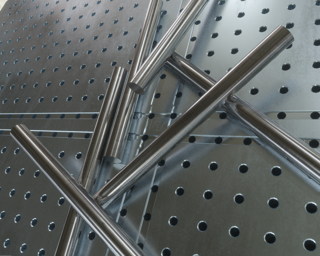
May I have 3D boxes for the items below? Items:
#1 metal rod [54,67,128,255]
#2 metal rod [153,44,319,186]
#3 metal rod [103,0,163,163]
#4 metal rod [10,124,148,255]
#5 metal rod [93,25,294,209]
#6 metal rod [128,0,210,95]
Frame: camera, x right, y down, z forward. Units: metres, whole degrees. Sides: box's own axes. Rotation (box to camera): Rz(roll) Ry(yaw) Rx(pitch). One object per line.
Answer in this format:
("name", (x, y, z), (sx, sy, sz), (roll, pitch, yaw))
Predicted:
("metal rod", (-0.091, 0.041, 0.432), (0.025, 0.025, 0.300), (-3, 60, 27))
("metal rod", (0.080, -0.038, 0.390), (0.025, 0.025, 0.300), (-43, 51, -1))
("metal rod", (-0.035, -0.089, 0.482), (0.025, 0.025, 0.300), (-2, 61, 27))
("metal rod", (-0.101, 0.084, 0.380), (0.300, 0.025, 0.025), (37, 83, 29))
("metal rod", (0.033, -0.006, 0.371), (0.300, 0.025, 0.025), (-43, 51, 8))
("metal rod", (0.044, -0.170, 0.467), (0.025, 0.025, 0.300), (16, 63, 34))
